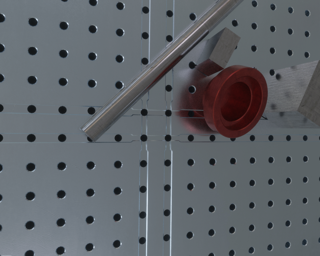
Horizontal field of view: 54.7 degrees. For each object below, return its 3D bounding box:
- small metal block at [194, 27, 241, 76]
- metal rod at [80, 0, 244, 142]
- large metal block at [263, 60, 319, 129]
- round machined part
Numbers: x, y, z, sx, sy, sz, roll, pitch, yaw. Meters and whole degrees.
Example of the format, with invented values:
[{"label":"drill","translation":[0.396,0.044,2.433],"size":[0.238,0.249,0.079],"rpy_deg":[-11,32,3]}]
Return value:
[{"label":"small metal block","translation":[0.078,-0.103,0.427],"size":[0.025,0.050,0.050],"rpy_deg":[31,80,-13]},{"label":"metal rod","translation":[0.013,-0.094,0.417],"size":[0.301,0.025,0.025],"rpy_deg":[-45,104,-14]},{"label":"large metal block","translation":[0.205,-0.046,0.459],"size":[0.050,0.080,0.080],"rpy_deg":[30,80,-18]},{"label":"round machined part","translation":[0.098,-0.039,0.428],"size":[0.099,0.042,0.097],"rpy_deg":[-13,116,-28]}]
